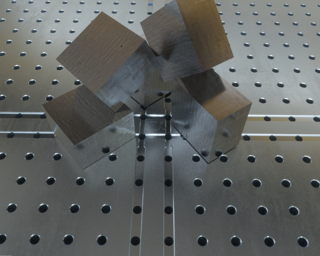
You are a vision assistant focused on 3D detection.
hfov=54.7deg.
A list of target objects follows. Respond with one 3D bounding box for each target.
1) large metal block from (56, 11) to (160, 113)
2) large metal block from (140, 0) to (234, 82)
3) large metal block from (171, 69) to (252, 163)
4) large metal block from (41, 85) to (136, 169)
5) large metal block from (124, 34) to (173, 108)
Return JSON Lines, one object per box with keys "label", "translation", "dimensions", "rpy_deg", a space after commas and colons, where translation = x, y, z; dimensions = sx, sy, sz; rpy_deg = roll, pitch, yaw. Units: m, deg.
{"label": "large metal block", "translation": [-0.062, -0.079, 0.372], "dimensions": [0.080, 0.050, 0.080], "rpy_deg": [40, 86, 28]}
{"label": "large metal block", "translation": [0.030, -0.106, 0.369], "dimensions": [0.050, 0.080, 0.080], "rpy_deg": [-29, 13, -28]}
{"label": "large metal block", "translation": [0.059, -0.018, 0.386], "dimensions": [0.050, 0.080, 0.080], "rpy_deg": [-27, 56, -21]}
{"label": "large metal block", "translation": [-0.089, -0.008, 0.396], "dimensions": [0.081, 0.050, 0.080], "rpy_deg": [-32, 57, -25]}
{"label": "large metal block", "translation": [-0.008, -0.089, 0.445], "dimensions": [0.080, 0.080, 0.050], "rpy_deg": [-34, 58, -26]}
